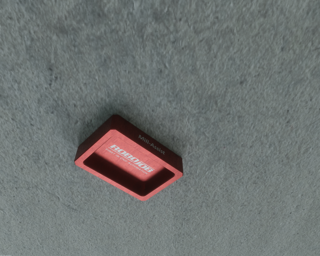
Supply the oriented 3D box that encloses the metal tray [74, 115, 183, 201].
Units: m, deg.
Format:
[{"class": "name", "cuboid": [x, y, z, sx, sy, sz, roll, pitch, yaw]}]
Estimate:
[{"class": "metal tray", "cuboid": [-0.042, 0.048, 0.443, 0.130, 0.030, 0.090, 36, 122, -27]}]
